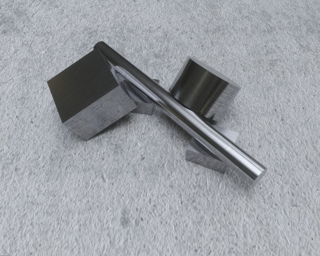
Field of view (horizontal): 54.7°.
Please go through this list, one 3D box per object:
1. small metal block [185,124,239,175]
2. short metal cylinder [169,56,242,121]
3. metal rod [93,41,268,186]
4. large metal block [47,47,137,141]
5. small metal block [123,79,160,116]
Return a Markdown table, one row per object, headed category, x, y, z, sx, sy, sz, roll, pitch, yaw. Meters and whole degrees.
| category | x | y | z | sx | sy | sz | roll | pitch | yaw |
| --- | --- | --- | --- | --- | --- | --- | --- | --- | --- |
| small metal block | 0.065 | 0.024 | 0.386 | 0.050 | 0.025 | 0.050 | 19 | 52 | 15 |
| short metal cylinder | 0.059 | -0.052 | 0.407 | 0.080 | 0.050 | 0.080 | 28 | 18 | -10 |
| metal rod | 0.007 | -0.034 | 0.401 | 0.025 | 0.025 | 0.300 | -34 | 58 | -25 |
| large metal block | -0.089 | -0.044 | 0.403 | 0.080 | 0.050 | 0.080 | -34 | 55 | 3 |
| small metal block | -0.031 | -0.047 | 0.444 | 0.050 | 0.025 | 0.050 | 10 | 51 | 7 |
